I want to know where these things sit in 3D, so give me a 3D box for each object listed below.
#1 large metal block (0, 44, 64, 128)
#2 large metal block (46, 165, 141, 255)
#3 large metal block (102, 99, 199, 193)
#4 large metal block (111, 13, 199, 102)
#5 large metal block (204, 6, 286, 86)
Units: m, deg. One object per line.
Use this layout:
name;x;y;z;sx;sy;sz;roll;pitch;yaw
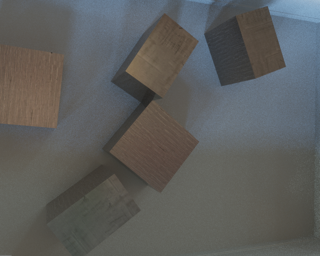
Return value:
large metal block;-0.153;-0.043;0.341;0.081;0.050;0.080;6;88;-20
large metal block;-0.079;0.090;0.352;0.080;0.080;0.050;-36;102;-16
large metal block;-0.012;0.022;0.393;0.080;0.050;0.080;42;77;-15
large metal block;-0.010;-0.080;0.377;0.050;0.080;0.080;35;79;-17
large metal block;0.113;-0.107;0.422;0.050;0.080;0.080;-22;98;-19
